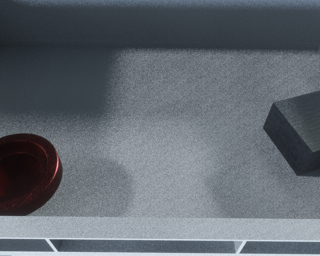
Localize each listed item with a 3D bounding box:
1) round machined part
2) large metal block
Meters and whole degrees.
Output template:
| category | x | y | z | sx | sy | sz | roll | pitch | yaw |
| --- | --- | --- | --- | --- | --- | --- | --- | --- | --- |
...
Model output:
| category | x | y | z | sx | sy | sz | roll | pitch | yaw |
| --- | --- | --- | --- | --- | --- | --- | --- | --- | --- |
| round machined part | -0.158 | 0.056 | 0.345 | 0.099 | 0.042 | 0.098 | 0 | 50 | 0 |
| large metal block | 0.192 | 0.003 | 0.389 | 0.081 | 0.050 | 0.080 | -14 | 52 | -12 |
